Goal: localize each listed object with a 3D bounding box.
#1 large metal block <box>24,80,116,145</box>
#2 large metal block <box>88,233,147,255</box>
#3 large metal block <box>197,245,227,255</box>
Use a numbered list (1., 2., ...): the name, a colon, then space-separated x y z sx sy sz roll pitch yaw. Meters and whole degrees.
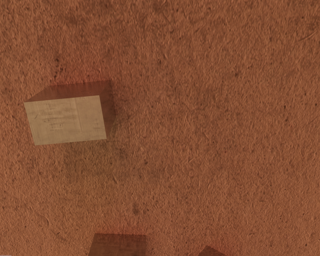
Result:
1. large metal block: -0.101 -0.021 0.372 0.080 0.080 0.050 -5 110 2
2. large metal block: -0.063 0.212 0.474 0.081 0.050 0.079 2 110 -1
3. large metal block: 0.074 0.244 0.471 0.050 0.080 0.080 32 107 -11
